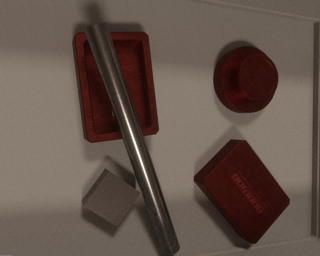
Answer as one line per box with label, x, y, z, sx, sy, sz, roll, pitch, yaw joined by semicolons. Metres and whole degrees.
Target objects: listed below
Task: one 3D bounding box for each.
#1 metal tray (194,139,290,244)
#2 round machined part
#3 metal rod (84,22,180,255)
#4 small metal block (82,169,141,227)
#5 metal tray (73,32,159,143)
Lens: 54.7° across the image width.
metal tray;0.122;0.092;0.455;0.090;0.030;0.130;-43;104;-15
round machined part;0.132;-0.071;0.452;0.099;0.042;0.097;0;90;-21
metal rod;-0.027;0.028;0.372;0.025;0.025;0.298;-23;109;-19
small metal block;-0.061;0.087;0.389;0.050;0.025;0.050;39;78;-16
metal tray;-0.055;-0.051;0.388;0.091;0.030;0.129;-7;93;-20
